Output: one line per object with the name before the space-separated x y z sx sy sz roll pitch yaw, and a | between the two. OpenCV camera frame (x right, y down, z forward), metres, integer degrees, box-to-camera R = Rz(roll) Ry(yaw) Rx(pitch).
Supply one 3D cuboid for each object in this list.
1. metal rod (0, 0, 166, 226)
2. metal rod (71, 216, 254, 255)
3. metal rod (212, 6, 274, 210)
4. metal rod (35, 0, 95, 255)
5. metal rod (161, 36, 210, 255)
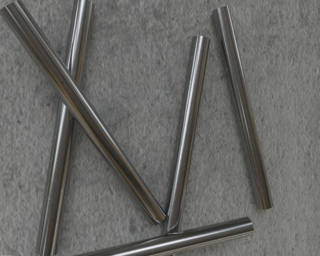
metal rod | -0.076 -0.001 0.359 0.025 0.025 0.299 -37 111 -16
metal rod | -0.027 0.152 0.379 0.302 0.025 0.025 -8 93 -13
metal rod | 0.123 -0.025 0.455 0.025 0.025 0.298 -16 96 -20
metal rod | -0.112 -0.003 0.368 0.025 0.025 0.298 9 87 -20
metal rod | 0.034 0.023 0.422 0.025 0.025 0.298 10 86 -20
